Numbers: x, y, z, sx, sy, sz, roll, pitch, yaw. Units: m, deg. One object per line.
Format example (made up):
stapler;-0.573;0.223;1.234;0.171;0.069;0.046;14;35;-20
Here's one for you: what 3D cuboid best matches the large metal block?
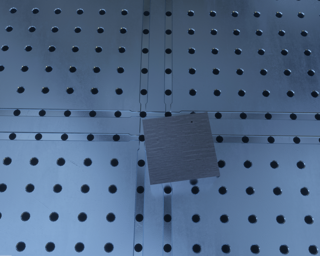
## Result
large metal block;0.024;0.031;0.388;0.081;0.050;0.080;-7;70;-3
